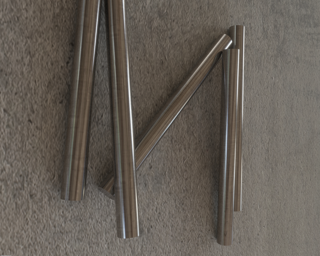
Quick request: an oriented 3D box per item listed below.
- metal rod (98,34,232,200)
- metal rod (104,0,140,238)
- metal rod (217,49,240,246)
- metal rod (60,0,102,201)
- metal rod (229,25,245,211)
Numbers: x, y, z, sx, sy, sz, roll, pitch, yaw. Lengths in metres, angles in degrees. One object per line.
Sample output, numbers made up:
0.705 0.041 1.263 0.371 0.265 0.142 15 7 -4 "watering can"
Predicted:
0.021 -0.031 0.421 0.301 0.025 0.025 -53 121 -27 "metal rod"
-0.044 -0.033 0.347 0.025 0.025 0.298 0 84 -40 "metal rod"
0.104 0.033 0.475 0.025 0.025 0.298 -5 98 -40 "metal rod"
-0.081 -0.074 0.336 0.025 0.025 0.298 7 86 -40 "metal rod"
0.123 -0.016 0.507 0.025 0.025 0.298 2 89 -40 "metal rod"
